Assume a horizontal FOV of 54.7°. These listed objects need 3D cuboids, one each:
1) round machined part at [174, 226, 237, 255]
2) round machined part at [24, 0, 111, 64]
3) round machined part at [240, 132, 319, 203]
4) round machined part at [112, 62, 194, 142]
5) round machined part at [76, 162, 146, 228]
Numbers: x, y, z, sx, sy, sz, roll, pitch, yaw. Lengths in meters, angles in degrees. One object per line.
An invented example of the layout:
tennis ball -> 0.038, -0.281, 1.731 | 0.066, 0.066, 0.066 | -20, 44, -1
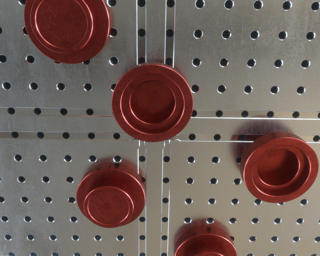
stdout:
round machined part -> 0.072, 0.205, 0.481 | 0.099, 0.042, 0.097 | 0, 110, -1
round machined part -> -0.108, -0.123, 0.357 | 0.099, 0.042, 0.097 | 0, 110, -1
round machined part -> 0.159, 0.050, 0.425 | 0.099, 0.042, 0.097 | 0, 110, -1
round machined part -> -0.009, -0.035, 0.392 | 0.099, 0.042, 0.097 | 0, 110, -1
round machined part -> -0.070, 0.102, 0.441 | 0.099, 0.042, 0.097 | 0, 110, -1
